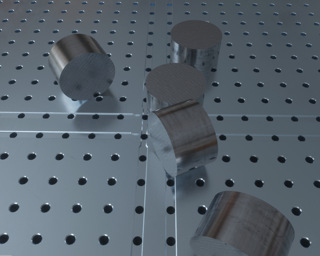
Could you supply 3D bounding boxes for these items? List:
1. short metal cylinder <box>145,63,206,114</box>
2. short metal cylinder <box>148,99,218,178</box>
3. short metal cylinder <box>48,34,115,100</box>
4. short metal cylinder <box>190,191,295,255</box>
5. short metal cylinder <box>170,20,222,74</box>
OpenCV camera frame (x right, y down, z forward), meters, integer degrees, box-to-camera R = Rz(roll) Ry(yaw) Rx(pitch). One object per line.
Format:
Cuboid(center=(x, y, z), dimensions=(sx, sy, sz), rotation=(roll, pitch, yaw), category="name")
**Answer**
Cuboid(center=(0.021, -0.045, 0.429), dimensions=(0.081, 0.050, 0.080), rotation=(0, 50, 0), category="short metal cylinder")
Cuboid(center=(0.025, 0.011, 0.362), dimensions=(0.050, 0.080, 0.080), rotation=(-20, 53, -15), category="short metal cylinder")
Cuboid(center=(-0.112, -0.086, 0.443), dimensions=(0.081, 0.080, 0.050), rotation=(-24, 54, -19), category="short metal cylinder")
Cuboid(center=(0.075, 0.104, 0.285), dimensions=(0.080, 0.080, 0.050), rotation=(25, 55, 20), category="short metal cylinder")
Cuboid(center=(0.057, -0.131, 0.502), dimensions=(0.081, 0.050, 0.080), rotation=(0, 50, 0), category="short metal cylinder")
